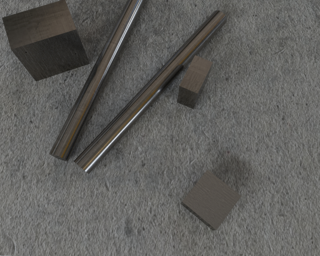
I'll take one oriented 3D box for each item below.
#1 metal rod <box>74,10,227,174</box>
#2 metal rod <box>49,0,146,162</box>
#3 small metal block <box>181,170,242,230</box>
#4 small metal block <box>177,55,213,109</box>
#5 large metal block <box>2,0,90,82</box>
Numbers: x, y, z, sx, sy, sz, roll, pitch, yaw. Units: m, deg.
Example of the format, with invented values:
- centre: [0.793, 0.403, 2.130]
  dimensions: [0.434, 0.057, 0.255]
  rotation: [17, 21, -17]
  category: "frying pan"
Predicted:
- centre: [-0.004, -0.059, 0.429]
  dimensions: [0.025, 0.025, 0.301]
  rotation: [38, 74, 12]
  category: "metal rod"
- centre: [-0.077, -0.094, 0.441]
  dimensions: [0.025, 0.025, 0.300]
  rotation: [19, 71, 6]
  category: "metal rod"
- centre: [0.061, 0.088, 0.377]
  dimensions: [0.050, 0.025, 0.050]
  rotation: [38, 74, 12]
  category: "small metal block"
- centre: [0.046, -0.061, 0.418]
  dimensions: [0.025, 0.050, 0.050]
  rotation: [24, 72, 8]
  category: "small metal block"
- centre: [-0.150, -0.116, 0.419]
  dimensions: [0.080, 0.080, 0.050]
  rotation: [-21, 72, -8]
  category: "large metal block"
